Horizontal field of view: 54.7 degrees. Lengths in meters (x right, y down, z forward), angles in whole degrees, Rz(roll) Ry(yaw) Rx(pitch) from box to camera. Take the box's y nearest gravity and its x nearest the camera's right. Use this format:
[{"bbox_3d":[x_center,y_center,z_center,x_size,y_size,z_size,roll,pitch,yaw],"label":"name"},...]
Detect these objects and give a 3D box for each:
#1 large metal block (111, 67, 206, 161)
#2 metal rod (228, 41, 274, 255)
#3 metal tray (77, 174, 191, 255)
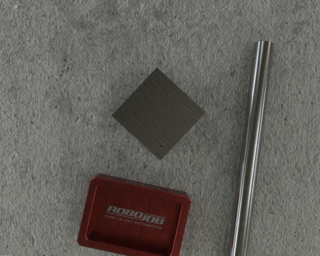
[{"bbox_3d":[-0.002,-0.017,0.398,0.080,0.050,0.080,43,90,0],"label":"large metal block"},{"bbox_3d":[0.120,0.036,0.411,0.025,0.025,0.298,7,90,0],"label":"metal rod"},{"bbox_3d":[-0.033,0.118,0.407,0.131,0.030,0.089,12,90,0],"label":"metal tray"}]
